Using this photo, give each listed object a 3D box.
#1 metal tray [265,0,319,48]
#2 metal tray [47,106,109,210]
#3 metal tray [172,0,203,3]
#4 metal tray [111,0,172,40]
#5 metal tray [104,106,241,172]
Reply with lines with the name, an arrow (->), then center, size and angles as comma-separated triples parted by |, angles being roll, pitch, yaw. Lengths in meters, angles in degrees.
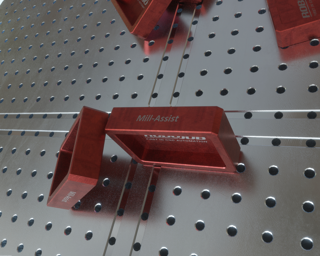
metal tray -> 0.191, -0.175, 0.411 | 0.090, 0.030, 0.130 | -13, 56, 20
metal tray -> -0.104, 0.042, 0.384 | 0.129, 0.030, 0.090 | -42, 37, 51
metal tray -> 0.060, -0.280, 0.543 | 0.090, 0.030, 0.130 | 21, 73, 35
metal tray -> -0.035, -0.226, 0.535 | 0.090, 0.030, 0.130 | -51, 46, 27
metal tray -> 0.015, 0.013, 0.348 | 0.130, 0.090, 0.030 | 1, 60, 28
